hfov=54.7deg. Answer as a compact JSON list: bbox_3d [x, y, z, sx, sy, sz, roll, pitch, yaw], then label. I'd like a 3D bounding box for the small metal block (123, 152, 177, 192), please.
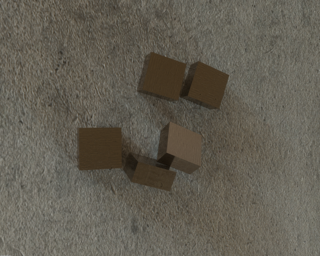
[{"bbox_3d":[-0.014,0.054,0.389,0.050,0.050,0.025,18,93,-19],"label":"small metal block"}]

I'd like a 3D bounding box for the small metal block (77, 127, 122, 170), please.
[{"bbox_3d":[-0.075,0.024,0.381,0.050,0.025,0.050,-1,90,-20],"label":"small metal block"}]

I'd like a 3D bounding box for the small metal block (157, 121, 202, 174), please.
[{"bbox_3d":[0.026,0.026,0.406,0.050,0.025,0.050,23,48,-19],"label":"small metal block"}]

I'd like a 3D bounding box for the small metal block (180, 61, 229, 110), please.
[{"bbox_3d":[0.062,-0.058,0.432,0.050,0.025,0.050,20,83,-19],"label":"small metal block"}]

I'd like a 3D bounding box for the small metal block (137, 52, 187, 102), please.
[{"bbox_3d":[0.002,-0.066,0.410,0.050,0.025,0.050,15,85,-20],"label":"small metal block"}]
